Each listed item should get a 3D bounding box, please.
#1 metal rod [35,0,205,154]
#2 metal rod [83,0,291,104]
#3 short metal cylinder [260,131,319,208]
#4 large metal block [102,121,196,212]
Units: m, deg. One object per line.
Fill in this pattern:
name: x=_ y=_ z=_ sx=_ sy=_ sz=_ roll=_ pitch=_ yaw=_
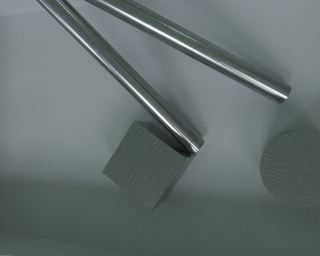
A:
metal rod: x=-0.057 y=-0.079 z=0.367 sx=0.025 sy=0.025 sz=0.300 roll=-42 pitch=101 yaw=15
metal rod: x=0.011 y=-0.106 z=0.347 sx=0.301 sy=0.025 sz=0.025 roll=27 pitch=100 yaw=-5
short metal cylinder: x=0.154 y=0.043 z=0.343 sx=0.080 sy=0.050 sz=0.079 roll=0 pitch=90 yaw=19
large metal block: x=-0.013 y=0.046 z=0.401 sx=0.080 sy=0.050 sz=0.080 roll=36 pitch=101 yaw=16
